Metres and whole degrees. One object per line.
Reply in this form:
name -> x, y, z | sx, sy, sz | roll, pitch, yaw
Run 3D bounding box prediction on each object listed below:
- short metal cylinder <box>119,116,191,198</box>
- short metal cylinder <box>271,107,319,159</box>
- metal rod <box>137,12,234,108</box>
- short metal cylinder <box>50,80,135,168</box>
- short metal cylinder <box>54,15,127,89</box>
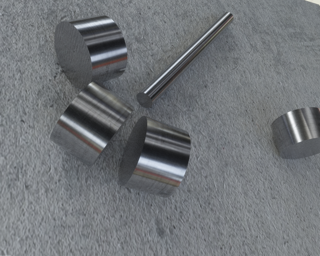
short metal cylinder -> -0.008, 0.032, 0.345 | 0.050, 0.080, 0.080 | 20, 54, -17
short metal cylinder -> 0.220, 0.010, 0.481 | 0.081, 0.080, 0.050 | 6, 59, -25
metal rod -> 0.056, -0.126, 0.509 | 0.025, 0.025, 0.301 | 41, 51, 0
short metal cylinder -> -0.071, -0.004, 0.333 | 0.050, 0.080, 0.080 | 36, 51, -4
short metal cylinder -> -0.085, -0.093, 0.380 | 0.050, 0.080, 0.080 | -28, 77, -37
